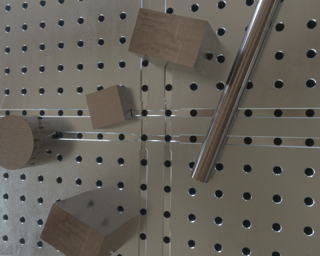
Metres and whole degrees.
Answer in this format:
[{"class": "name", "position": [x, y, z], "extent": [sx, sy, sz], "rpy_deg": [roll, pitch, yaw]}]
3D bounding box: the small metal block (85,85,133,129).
[{"class": "small metal block", "position": [-0.072, -0.028, 0.437], "extent": [0.050, 0.025, 0.050], "rpy_deg": [-15, 85, 19]}]

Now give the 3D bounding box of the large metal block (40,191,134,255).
[{"class": "large metal block", "position": [-0.095, 0.133, 0.415], "extent": [0.080, 0.080, 0.050], "rpy_deg": [25, 98, 18]}]

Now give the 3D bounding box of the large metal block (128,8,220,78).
[{"class": "large metal block", "position": [0.020, -0.100, 0.376], "extent": [0.080, 0.080, 0.050], "rpy_deg": [18, 96, 18]}]

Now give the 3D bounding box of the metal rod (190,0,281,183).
[{"class": "metal rod", "position": [0.101, -0.074, 0.376], "extent": [0.025, 0.025, 0.298], "rpy_deg": [22, 97, 18]}]

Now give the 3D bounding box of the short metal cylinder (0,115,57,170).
[{"class": "short metal cylinder", "position": [-0.206, 0.021, 0.470], "extent": [0.080, 0.050, 0.079], "rpy_deg": [0, 90, 19]}]
